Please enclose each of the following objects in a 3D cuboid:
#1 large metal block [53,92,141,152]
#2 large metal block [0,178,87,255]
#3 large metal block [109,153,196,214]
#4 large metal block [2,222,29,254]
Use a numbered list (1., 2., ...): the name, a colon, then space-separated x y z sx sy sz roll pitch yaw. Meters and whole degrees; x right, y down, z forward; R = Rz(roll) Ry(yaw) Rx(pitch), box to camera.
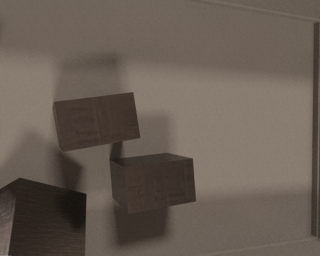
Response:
1. large metal block: -0.076 -0.008 0.354 0.081 0.080 0.050 -10 94 -20
2. large metal block: -0.125 0.105 0.318 0.080 0.050 0.080 28 44 -43
3. large metal block: -0.012 0.063 0.378 0.081 0.080 0.050 -5 92 -20
4. large metal block: -0.195 0.116 0.304 0.080 0.050 0.080 56 30 -12
